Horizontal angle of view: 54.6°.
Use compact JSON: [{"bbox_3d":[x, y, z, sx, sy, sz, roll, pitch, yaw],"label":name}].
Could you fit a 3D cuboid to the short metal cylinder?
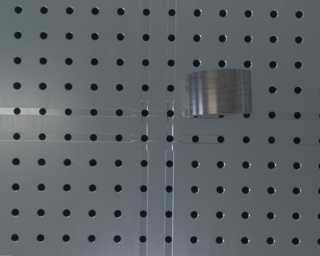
[{"bbox_3d":[0.073,-0.041,0.386,0.080,0.080,0.050,-2,90,0],"label":"short metal cylinder"}]
